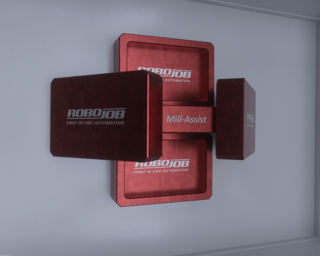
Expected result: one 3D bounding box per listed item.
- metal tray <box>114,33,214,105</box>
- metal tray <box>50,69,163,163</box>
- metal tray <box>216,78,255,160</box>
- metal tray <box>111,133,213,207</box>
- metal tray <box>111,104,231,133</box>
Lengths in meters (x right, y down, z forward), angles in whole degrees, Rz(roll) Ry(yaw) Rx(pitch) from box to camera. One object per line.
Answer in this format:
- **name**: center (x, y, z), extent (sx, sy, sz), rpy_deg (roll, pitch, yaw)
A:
- **metal tray**: center (0.007, -0.070, 0.408), extent (0.131, 0.030, 0.089), rpy_deg (0, 91, -21)
- **metal tray**: center (-0.062, -0.012, 0.337), extent (0.030, 0.130, 0.089), rpy_deg (1, 89, -62)
- **metal tray**: center (0.100, -0.009, 0.397), extent (0.030, 0.130, 0.089), rpy_deg (1, 90, 22)
- **metal tray**: center (0.004, 0.050, 0.406), extent (0.131, 0.030, 0.089), rpy_deg (0, 90, -21)
- **metal tray**: center (0.013, -0.010, 0.379), extent (0.131, 0.090, 0.030), rpy_deg (0, 90, -21)
